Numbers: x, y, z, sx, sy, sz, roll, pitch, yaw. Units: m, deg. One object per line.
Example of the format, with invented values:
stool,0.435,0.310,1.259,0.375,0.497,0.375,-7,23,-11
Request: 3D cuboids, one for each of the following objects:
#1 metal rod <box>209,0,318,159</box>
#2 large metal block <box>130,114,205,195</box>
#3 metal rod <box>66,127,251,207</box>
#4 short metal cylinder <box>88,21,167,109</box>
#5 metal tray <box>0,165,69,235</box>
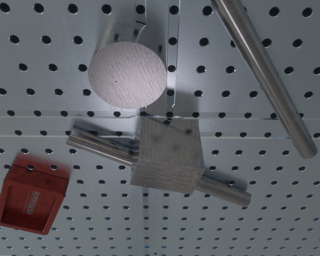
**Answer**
metal rod,0.125,-0.059,0.362,0.025,0.025,0.300,-28,125,22
large metal block,0.008,0.034,0.404,0.081,0.080,0.050,11,129,-10
metal rod,0.010,0.064,0.466,0.302,0.025,0.025,22,127,-18
short metal cylinder,-0.033,-0.067,0.337,0.081,0.050,0.079,0,130,0
metal tray,-0.214,0.124,0.511,0.091,0.030,0.129,20,127,-16
